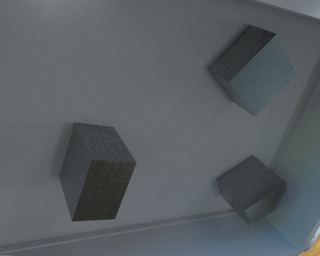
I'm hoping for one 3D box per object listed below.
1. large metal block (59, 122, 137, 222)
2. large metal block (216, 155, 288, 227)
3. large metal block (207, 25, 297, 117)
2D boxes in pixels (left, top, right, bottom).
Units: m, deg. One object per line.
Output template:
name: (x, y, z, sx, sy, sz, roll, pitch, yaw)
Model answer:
large metal block: (-0.077, 0.050, 0.363, 0.050, 0.080, 0.079, 8, 115, -32)
large metal block: (0.155, 0.104, 0.525, 0.080, 0.080, 0.050, -31, 129, -9)
large metal block: (0.124, -0.076, 0.416, 0.080, 0.050, 0.080, -46, 130, 3)
